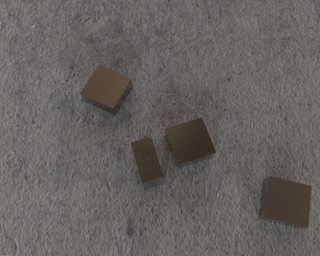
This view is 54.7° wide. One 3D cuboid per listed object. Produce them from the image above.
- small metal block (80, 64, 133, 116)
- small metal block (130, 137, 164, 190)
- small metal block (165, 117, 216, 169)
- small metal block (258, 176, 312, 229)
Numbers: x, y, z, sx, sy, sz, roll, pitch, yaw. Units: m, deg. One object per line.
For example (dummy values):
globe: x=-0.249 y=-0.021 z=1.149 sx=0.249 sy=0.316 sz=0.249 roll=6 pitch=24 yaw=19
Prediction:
small metal block: x=-0.072 y=-0.052 z=0.427 sx=0.050 sy=0.025 sz=0.050 roll=25 pitch=72 yaw=9
small metal block: x=-0.015 y=0.044 z=0.378 sx=0.025 sy=0.050 sz=0.050 roll=-16 pitch=71 yaw=-6
small metal block: x=0.038 y=0.020 z=0.401 sx=0.050 sy=0.025 sz=0.050 roll=-17 pitch=71 yaw=-6
small metal block: x=0.151 y=0.090 z=0.376 sx=0.050 sy=0.025 sz=0.050 roll=13 pitch=71 yaw=4
